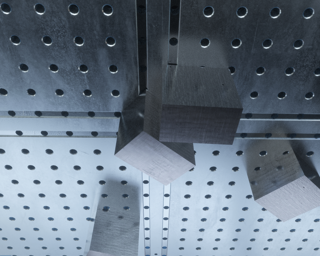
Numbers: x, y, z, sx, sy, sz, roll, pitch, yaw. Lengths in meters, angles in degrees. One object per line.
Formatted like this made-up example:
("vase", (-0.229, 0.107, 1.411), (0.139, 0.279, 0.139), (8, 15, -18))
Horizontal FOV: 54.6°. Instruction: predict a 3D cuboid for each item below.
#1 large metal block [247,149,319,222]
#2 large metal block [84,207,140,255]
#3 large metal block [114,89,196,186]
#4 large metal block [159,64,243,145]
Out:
("large metal block", (0.195, 0.090, 0.473), (0.080, 0.050, 0.080), (37, 121, -27))
("large metal block", (-0.083, 0.195, 0.540), (0.080, 0.080, 0.050), (18, 128, -15))
("large metal block", (-0.005, 0.012, 0.385), (0.080, 0.080, 0.050), (35, 122, -26))
("large metal block", (0.041, -0.028, 0.352), (0.080, 0.080, 0.050), (3, 130, -3))
